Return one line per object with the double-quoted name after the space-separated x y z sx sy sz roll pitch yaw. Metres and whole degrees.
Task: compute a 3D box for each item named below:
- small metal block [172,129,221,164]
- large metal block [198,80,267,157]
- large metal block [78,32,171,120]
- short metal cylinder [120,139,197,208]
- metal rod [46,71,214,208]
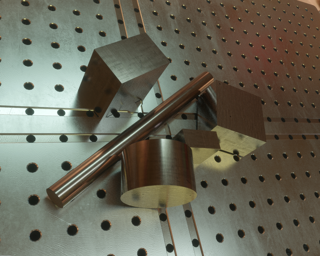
0.041 0.025 0.401 0.050 0.050 0.025 5 60 -26 "small metal block"
0.103 -0.013 0.455 0.081 0.050 0.080 18 55 -18 "large metal block"
-0.046 -0.065 0.390 0.081 0.080 0.050 -32 80 -38 "large metal block"
-0.002 0.052 0.340 0.081 0.080 0.050 11 57 -23 "short metal cylinder"
-0.015 -0.005 0.404 0.025 0.025 0.302 47 51 4 "metal rod"
